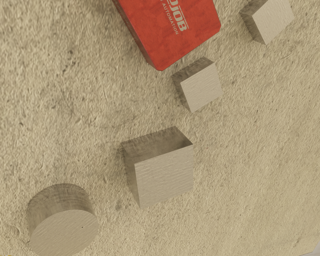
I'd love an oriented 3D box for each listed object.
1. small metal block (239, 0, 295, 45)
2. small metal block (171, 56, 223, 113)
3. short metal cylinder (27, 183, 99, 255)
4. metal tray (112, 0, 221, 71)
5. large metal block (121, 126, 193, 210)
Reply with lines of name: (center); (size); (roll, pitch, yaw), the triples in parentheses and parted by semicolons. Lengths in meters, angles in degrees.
small metal block: (0.136, -0.143, 0.393); (0.050, 0.025, 0.050); (-44, 129, 2)
small metal block: (0.049, -0.055, 0.399); (0.050, 0.025, 0.050); (-32, 129, -8)
short metal cylinder: (-0.125, 0.118, 0.396); (0.081, 0.050, 0.079); (-14, 124, -21)
metal tray: (0.002, -0.136, 0.321); (0.090, 0.030, 0.130); (-36, 129, -4)
large metal block: (-0.002, 0.053, 0.422); (0.081, 0.050, 0.079); (-17, 125, -19)
